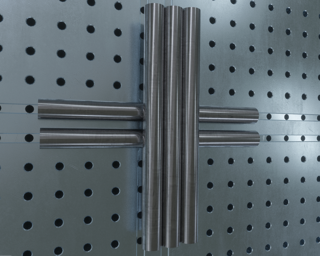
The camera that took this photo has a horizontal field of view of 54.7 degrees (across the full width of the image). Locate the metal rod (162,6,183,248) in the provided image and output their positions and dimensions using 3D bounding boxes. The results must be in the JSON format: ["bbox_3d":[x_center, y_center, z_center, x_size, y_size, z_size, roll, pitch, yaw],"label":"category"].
[{"bbox_3d":[0.015,-0.002,0.393,0.025,0.025,0.298,1,90,-20],"label":"metal rod"}]

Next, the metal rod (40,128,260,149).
[{"bbox_3d":[0.001,0.014,0.414,0.303,0.025,0.025,1,90,-21],"label":"metal rod"}]

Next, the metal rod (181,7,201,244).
[{"bbox_3d":[0.038,-0.003,0.402,0.025,0.025,0.298,1,90,-20],"label":"metal rod"}]

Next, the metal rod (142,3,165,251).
[{"bbox_3d":[-0.009,-0.001,0.384,0.025,0.025,0.298,1,90,-20],"label":"metal rod"}]

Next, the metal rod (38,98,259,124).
[{"bbox_3d":[0.000,-0.020,0.414,0.303,0.025,0.025,1,90,-21],"label":"metal rod"}]
